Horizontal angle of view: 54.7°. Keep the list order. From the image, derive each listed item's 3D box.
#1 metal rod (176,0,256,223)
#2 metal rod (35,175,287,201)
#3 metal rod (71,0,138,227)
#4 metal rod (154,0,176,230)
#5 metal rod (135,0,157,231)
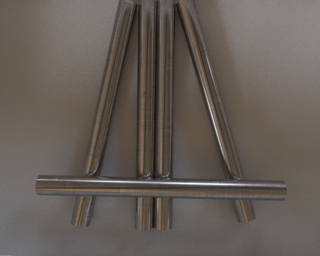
[{"bbox_3d":[0.074,-0.023,0.411,0.025,0.025,0.298,-16,90,0],"label":"metal rod"},{"bbox_3d":[0.002,0.074,0.384,0.302,0.025,0.025,1,90,0],"label":"metal rod"},{"bbox_3d":[-0.073,-0.020,0.410,0.025,0.025,0.298,12,90,0],"label":"metal rod"},{"bbox_3d":[0.006,-0.018,0.410,0.025,0.025,0.298,1,90,0],"label":"metal rod"},{"bbox_3d":[-0.018,-0.017,0.410,0.025,0.025,0.298,1,90,0],"label":"metal rod"}]
